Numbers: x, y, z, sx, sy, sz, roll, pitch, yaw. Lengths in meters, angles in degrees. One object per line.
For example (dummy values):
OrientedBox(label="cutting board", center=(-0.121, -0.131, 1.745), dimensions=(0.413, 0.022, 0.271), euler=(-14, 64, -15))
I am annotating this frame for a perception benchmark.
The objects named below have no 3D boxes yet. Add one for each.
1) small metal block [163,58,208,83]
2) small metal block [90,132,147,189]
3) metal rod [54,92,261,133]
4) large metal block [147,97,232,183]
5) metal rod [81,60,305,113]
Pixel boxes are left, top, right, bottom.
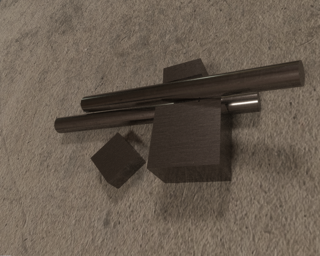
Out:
OrientedBox(label="small metal block", center=(0.037, -0.059, 0.404), dimensions=(0.050, 0.050, 0.025), euler=(-12, 57, 21))
OrientedBox(label="small metal block", center=(-0.055, 0.042, 0.405), dimensions=(0.050, 0.025, 0.050), euler=(-44, 51, -3))
OrientedBox(label="metal rod", center=(-0.020, -0.018, 0.423), dimensions=(0.301, 0.025, 0.025), euler=(-6, 59, 24))
OrientedBox(label="large metal block", center=(0.037, 0.016, 0.358), dimensions=(0.080, 0.050, 0.080), euler=(-7, 59, 24))
OrientedBox(label="metal rod", center=(0.012, -0.043, 0.377), dimensions=(0.300, 0.025, 0.025), euler=(-4, 60, 36))
